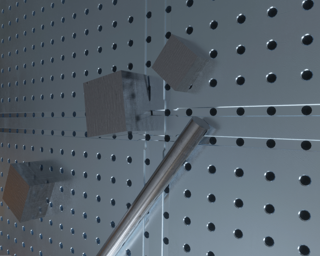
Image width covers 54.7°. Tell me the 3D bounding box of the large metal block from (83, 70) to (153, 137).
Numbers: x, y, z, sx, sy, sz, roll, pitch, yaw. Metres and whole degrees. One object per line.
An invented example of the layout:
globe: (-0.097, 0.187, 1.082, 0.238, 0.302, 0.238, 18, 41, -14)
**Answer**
large metal block: (-0.061, -0.031, 0.441, 0.080, 0.050, 0.080, -9, 84, 39)

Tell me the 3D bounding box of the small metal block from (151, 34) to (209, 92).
small metal block: (0.024, -0.080, 0.388, 0.050, 0.025, 0.050, 49, 119, 28)

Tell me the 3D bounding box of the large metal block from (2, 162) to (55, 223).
large metal block: (-0.256, 0.121, 0.600, 0.080, 0.050, 0.079, 32, 110, 35)

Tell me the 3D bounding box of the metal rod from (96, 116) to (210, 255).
metal rod: (-0.026, 0.108, 0.428, 0.025, 0.025, 0.298, 47, 118, 29)
